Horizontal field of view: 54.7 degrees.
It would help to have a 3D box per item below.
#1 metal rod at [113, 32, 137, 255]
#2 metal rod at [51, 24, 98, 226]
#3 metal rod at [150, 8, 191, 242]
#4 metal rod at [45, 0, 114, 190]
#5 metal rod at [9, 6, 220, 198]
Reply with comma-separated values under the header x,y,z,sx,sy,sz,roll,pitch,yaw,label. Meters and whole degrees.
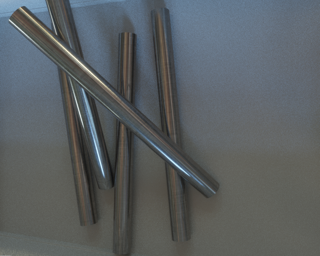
x,y,z,sx,sy,sz,roll,pitch,yaw,label
-0.049,0.021,0.427,0.025,0.025,0.298,2,91,20,metal rod
-0.126,-0.009,0.454,0.025,0.025,0.298,-10,87,20,metal rod
0.014,-0.006,0.405,0.025,0.025,0.298,-6,88,20,metal rod
-0.099,-0.055,0.381,0.025,0.025,0.298,-1,114,20,metal rod
-0.043,-0.021,0.360,0.300,0.025,0.025,42,105,-11,metal rod
